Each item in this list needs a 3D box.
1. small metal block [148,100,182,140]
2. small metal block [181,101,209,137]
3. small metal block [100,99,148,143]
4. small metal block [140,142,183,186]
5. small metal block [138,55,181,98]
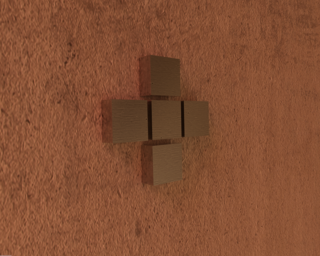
[{"bbox_3d":[0.001,-0.011,0.409,0.050,0.025,0.050,-2,92,-40],"label":"small metal block"},{"bbox_3d":[0.044,-0.013,0.446,0.050,0.025,0.050,-2,92,-40],"label":"small metal block"},{"bbox_3d":[-0.042,-0.008,0.372,0.050,0.025,0.050,-2,92,-40],"label":"small metal block"},{"bbox_3d":[0.002,0.046,0.411,0.050,0.025,0.050,-3,92,-40],"label":"small metal block"},{"bbox_3d":[0.000,-0.067,0.408,0.050,0.025,0.050,-2,92,-40],"label":"small metal block"}]
